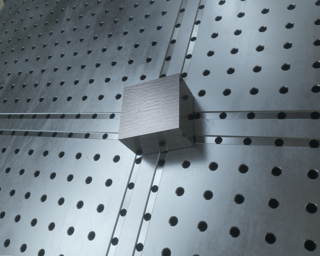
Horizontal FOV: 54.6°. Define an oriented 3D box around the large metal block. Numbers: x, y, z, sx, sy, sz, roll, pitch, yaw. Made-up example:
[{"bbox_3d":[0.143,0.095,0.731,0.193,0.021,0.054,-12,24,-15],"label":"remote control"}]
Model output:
[{"bbox_3d":[-0.003,-0.016,0.403,0.080,0.050,0.080,-11,57,22],"label":"large metal block"}]
